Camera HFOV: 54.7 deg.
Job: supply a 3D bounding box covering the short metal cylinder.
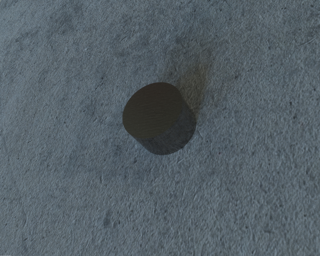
[{"bbox_3d":[0.000,-0.011,0.395,0.080,0.050,0.080,-13,56,20],"label":"short metal cylinder"}]
